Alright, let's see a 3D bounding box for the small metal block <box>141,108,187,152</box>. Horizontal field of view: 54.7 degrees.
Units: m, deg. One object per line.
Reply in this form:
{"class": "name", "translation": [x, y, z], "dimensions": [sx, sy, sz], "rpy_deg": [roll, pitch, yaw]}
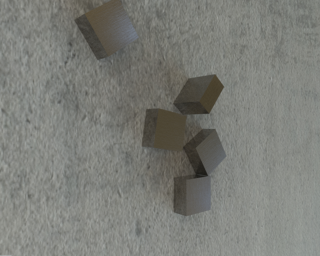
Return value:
{"class": "small metal block", "translation": [0.006, 0.004, 0.412], "dimensions": [0.050, 0.025, 0.050], "rpy_deg": [12, 83, -40]}

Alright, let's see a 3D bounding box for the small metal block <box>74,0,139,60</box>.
{"class": "small metal block", "translation": [-0.060, -0.114, 0.356], "dimensions": [0.050, 0.025, 0.050], "rpy_deg": [-43, 116, -32]}

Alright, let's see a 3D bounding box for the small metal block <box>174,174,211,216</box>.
{"class": "small metal block", "translation": [0.047, 0.095, 0.447], "dimensions": [0.050, 0.025, 0.050], "rpy_deg": [0, 90, -40]}

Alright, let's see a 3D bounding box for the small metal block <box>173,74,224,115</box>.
{"class": "small metal block", "translation": [0.054, -0.046, 0.436], "dimensions": [0.025, 0.050, 0.050], "rpy_deg": [47, 62, -31]}

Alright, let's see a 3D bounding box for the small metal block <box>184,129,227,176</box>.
{"class": "small metal block", "translation": [0.068, 0.036, 0.465], "dimensions": [0.050, 0.025, 0.050], "rpy_deg": [-39, 114, -33]}
